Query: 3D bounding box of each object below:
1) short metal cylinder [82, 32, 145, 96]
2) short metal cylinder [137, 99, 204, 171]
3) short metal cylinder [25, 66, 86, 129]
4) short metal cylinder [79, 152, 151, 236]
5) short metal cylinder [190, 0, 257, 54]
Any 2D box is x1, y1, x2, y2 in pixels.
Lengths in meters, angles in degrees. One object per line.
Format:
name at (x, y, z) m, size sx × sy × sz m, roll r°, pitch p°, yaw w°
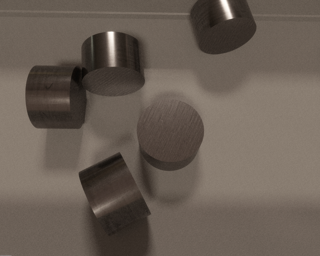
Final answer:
short metal cylinder at (-0.062, -0.082, 0.410) m, size 0.081 × 0.080 × 0.050 m, roll -5°, pitch 70°, yaw -2°
short metal cylinder at (0.012, 0.010, 0.393) m, size 0.081 × 0.050 × 0.080 m, roll 0°, pitch 70°, yaw 0°
short metal cylinder at (-0.128, -0.039, 0.393) m, size 0.050 × 0.080 × 0.080 m, roll 1°, pitch 70°, yaw 0°
short metal cylinder at (-0.051, 0.074, 0.353) m, size 0.050 × 0.080 × 0.080 m, roll -27°, pitch 73°, yaw -9°
short metal cylinder at (0.088, -0.148, 0.436) m, size 0.081 × 0.080 × 0.050 m, roll -12°, pitch 71°, yaw -5°
